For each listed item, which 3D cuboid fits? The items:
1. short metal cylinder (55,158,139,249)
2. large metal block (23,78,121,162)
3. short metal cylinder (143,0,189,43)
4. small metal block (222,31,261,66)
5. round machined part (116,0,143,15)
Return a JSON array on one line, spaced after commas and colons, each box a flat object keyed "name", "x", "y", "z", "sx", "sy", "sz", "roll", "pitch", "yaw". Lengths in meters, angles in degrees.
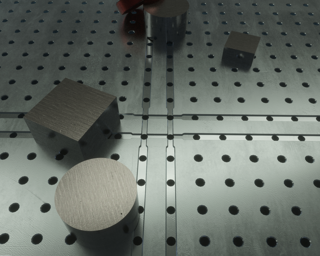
[{"name": "short metal cylinder", "x": -0.063, "y": 0.078, "z": 0.325, "sx": 0.080, "sy": 0.050, "sz": 0.080, "roll": 0, "pitch": 50, "yaw": 0}, {"name": "large metal block", "x": -0.109, "y": -0.010, "z": 0.399, "sx": 0.080, "sy": 0.050, "sz": 0.080, "roll": 21, "pitch": 53, "yaw": 17}, {"name": "short metal cylinder", "x": 0.011, "y": -0.198, "z": 0.558, "sx": 0.081, "sy": 0.050, "sz": 0.080, "roll": 0, "pitch": 50, "yaw": 0}, {"name": "small metal block", "x": 0.137, "y": -0.135, "z": 0.522, "sx": 0.050, "sy": 0.025, "sz": 0.050, "roll": 18, "pitch": 52, "yaw": 14}, {"name": "round machined part", "x": -0.040, "y": -0.254, "z": 0.575, "sx": 0.098, "sy": 0.042, "sz": 0.098, "roll": -27, "pitch": 17, "yaw": 9}]
